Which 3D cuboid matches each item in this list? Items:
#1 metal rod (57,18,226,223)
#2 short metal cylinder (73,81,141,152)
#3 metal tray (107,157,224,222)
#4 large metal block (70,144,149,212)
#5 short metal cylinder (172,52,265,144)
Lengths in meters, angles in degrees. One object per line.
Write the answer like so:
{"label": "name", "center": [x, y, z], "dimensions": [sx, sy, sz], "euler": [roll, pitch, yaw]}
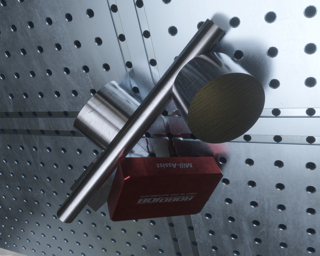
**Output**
{"label": "metal rod", "center": [-0.033, 0.005, 0.361], "dimensions": [0.025, 0.025, 0.299], "euler": [40, 108, 1]}
{"label": "short metal cylinder", "center": [-0.064, -0.014, 0.399], "dimensions": [0.050, 0.080, 0.080], "euler": [40, 129, 1]}
{"label": "metal tray", "center": [0.005, 0.078, 0.401], "dimensions": [0.131, 0.030, 0.089], "euler": [2, 131, -23]}
{"label": "large metal block", "center": [-0.073, 0.063, 0.450], "dimensions": [0.050, 0.080, 0.080], "euler": [43, 129, -2]}
{"label": "short metal cylinder", "center": [0.058, -0.031, 0.319], "dimensions": [0.081, 0.050, 0.079], "euler": [-9, 126, -12]}
